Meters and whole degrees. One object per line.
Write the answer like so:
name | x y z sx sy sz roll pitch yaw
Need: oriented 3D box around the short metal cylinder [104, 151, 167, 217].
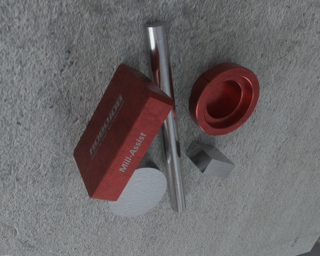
short metal cylinder | -0.038 0.072 0.417 0.081 0.050 0.079 -14 125 -21

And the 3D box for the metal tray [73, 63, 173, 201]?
metal tray | -0.047 0.003 0.344 0.030 0.090 0.129 20 108 -36

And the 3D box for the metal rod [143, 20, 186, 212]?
metal rod | 0.013 0.007 0.422 0.025 0.025 0.298 -21 127 -17

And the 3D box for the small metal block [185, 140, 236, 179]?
small metal block | 0.074 0.047 0.460 0.050 0.050 0.025 18 109 -36

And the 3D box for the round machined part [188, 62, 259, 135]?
round machined part | 0.081 -0.042 0.417 0.099 0.042 0.097 -14 125 -21
